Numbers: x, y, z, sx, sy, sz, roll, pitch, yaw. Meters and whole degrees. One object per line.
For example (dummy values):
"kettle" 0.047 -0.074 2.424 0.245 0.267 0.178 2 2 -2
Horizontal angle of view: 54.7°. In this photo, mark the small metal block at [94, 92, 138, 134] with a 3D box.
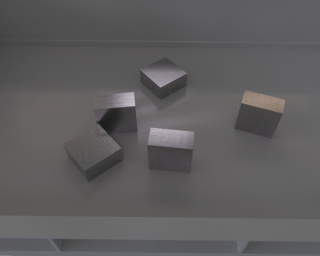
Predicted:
"small metal block" -0.057 -0.018 0.404 0.050 0.050 0.025 -5 50 -4

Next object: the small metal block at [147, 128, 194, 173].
"small metal block" 0.013 0.027 0.366 0.050 0.050 0.025 5 50 4

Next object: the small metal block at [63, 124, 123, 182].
"small metal block" -0.081 0.029 0.380 0.050 0.025 0.050 -32 57 -24

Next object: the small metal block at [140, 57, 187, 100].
"small metal block" 0.005 -0.076 0.469 0.050 0.025 0.050 -31 57 -23

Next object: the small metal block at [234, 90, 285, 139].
"small metal block" 0.129 -0.017 0.404 0.050 0.050 0.025 16 52 13
